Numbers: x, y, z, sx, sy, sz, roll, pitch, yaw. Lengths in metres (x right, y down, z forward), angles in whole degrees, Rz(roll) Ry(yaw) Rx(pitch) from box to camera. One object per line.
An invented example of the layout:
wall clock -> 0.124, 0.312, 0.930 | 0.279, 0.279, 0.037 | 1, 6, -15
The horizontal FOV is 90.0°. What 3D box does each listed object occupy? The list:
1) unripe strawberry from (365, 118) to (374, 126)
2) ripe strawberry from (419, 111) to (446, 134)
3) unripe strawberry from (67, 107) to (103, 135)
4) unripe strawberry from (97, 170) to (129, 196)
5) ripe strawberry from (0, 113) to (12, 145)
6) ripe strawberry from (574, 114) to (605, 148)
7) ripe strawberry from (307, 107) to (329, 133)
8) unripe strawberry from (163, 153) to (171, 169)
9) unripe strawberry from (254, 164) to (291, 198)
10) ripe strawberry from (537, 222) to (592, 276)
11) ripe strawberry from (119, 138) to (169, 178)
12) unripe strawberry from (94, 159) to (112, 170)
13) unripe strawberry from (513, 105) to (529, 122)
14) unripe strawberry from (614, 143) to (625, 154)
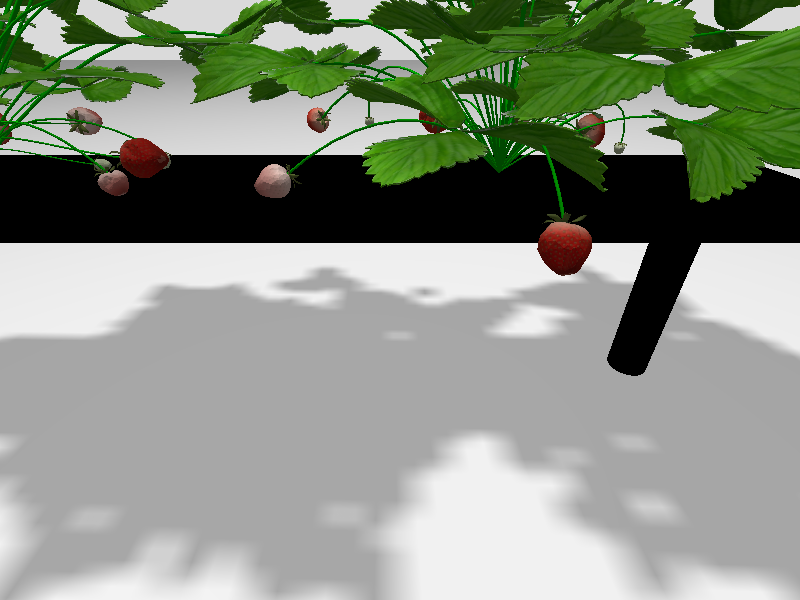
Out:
unripe strawberry -> -0.037, -0.213, 0.480 | 0.011, 0.011, 0.011 | -21, 38, -29
ripe strawberry -> 0.042, -0.222, 0.486 | 0.041, 0.036, 0.037 | -7, 27, -11
unripe strawberry -> -0.376, -0.215, 0.481 | 0.034, 0.030, 0.031 | -2, 32, -3
unripe strawberry -> -0.205, -0.083, 0.287 | 0.017, 0.017, 0.019 | -21, 20, 34
ripe strawberry -> -0.452, -0.191, 0.439 | 0.037, 0.039, 0.040 | -21, 37, -29
ripe strawberry -> 0.192, -0.168, 0.403 | 0.033, 0.035, 0.031 | -21, 38, -32
ripe strawberry -> -0.104, -0.224, 0.500 | 0.027, 0.029, 0.029 | -28, 28, -36
unripe strawberry -> -0.208, -0.122, 0.350 | 0.014, 0.014, 0.013 | -9, 33, 1
unripe strawberry -> -0.089, -0.082, 0.279 | 0.025, 0.022, 0.025 | -26, 38, -8
ripe strawberry -> 0.078, -0.024, 0.189 | 0.025, 0.025, 0.021 | 1, -9, 2
ripe strawberry -> -0.203, -0.113, 0.320 | 0.031, 0.030, 0.034 | 4, 33, 5
unripe strawberry -> -0.255, -0.116, 0.343 | 0.012, 0.010, 0.012 | 0, 32, -1
unripe strawberry -> 0.156, -0.251, 0.521 | 0.042, 0.048, 0.046 | 10, 33, 15
unripe strawberry -> 0.219, -0.151, 0.400 | 0.010, 0.010, 0.011 | -15, 36, -23
